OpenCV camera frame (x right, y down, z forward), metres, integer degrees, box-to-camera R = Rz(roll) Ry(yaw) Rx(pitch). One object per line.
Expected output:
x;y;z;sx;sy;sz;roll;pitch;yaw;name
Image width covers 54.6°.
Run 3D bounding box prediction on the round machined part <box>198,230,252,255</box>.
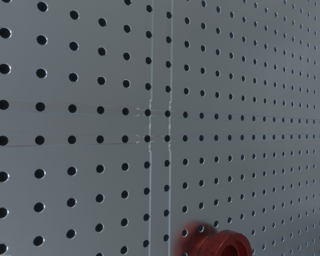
0.096;0.206;0.478;0.099;0.042;0.097;0;90;-40;round machined part
